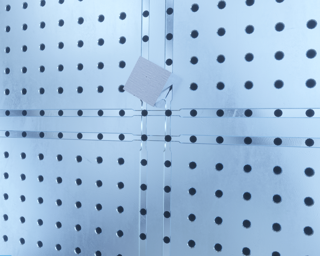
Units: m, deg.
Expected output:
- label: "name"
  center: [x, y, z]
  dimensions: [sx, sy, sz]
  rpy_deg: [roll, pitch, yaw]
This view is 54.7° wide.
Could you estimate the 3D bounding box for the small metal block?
- label: "small metal block"
  center: [-0.013, -0.061, 0.416]
  dimensions: [0.050, 0.025, 0.050]
  rpy_deg: [31, 100, 17]
